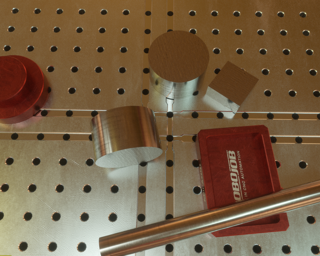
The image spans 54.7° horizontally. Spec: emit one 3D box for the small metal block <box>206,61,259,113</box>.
[{"bbox_3d":[0.101,-0.057,0.433,0.050,0.025,0.050,35,74,11],"label":"small metal block"}]

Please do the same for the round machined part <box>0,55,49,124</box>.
[{"bbox_3d":[-0.208,-0.058,0.422,0.099,0.042,0.098,0,70,0],"label":"round machined part"}]

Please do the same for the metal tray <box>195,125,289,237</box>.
[{"bbox_3d":[0.098,0.064,0.386,0.091,0.030,0.130,-5,70,-2],"label":"metal tray"}]

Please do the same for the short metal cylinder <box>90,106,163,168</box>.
[{"bbox_3d":[-0.041,0.013,0.377,0.081,0.080,0.050,-11,71,-4],"label":"short metal cylinder"}]

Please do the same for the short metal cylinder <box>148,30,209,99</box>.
[{"bbox_3d":[0.025,-0.087,0.430,0.081,0.050,0.080,0,70,0],"label":"short metal cylinder"}]

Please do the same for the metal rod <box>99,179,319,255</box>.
[{"bbox_3d":[0.084,0.095,0.344,0.302,0.025,0.025,-13,71,-5],"label":"metal rod"}]
